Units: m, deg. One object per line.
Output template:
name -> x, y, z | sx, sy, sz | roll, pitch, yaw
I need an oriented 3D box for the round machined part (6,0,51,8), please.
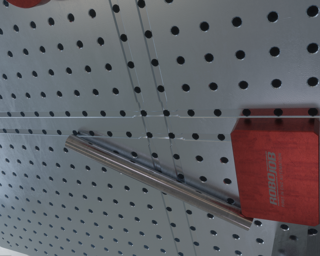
round machined part -> -0.156, -0.195, 0.362 | 0.098, 0.042, 0.097 | 13, 124, 21

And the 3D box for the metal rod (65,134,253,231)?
metal rod -> -0.010, 0.076, 0.463 | 0.301, 0.025, 0.025 | 22, 127, 15

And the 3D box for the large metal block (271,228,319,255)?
large metal block -> 0.187, 0.192, 0.396 | 0.050, 0.080, 0.080 | -35, 99, 38

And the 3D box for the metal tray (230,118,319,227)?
metal tray -> 0.139, 0.053, 0.367 | 0.090, 0.030, 0.129 | 0, 119, 28
